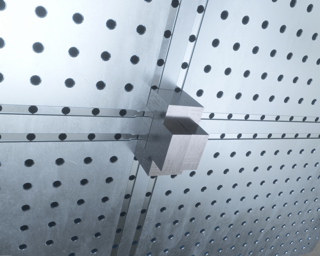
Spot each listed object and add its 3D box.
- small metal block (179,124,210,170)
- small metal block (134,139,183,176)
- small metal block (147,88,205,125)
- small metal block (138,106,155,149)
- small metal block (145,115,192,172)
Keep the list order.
[{"bbox_3d":[0.031,0.018,0.390,0.025,0.050,0.050,2,117,-28],"label":"small metal block"},{"bbox_3d":[0.000,0.039,0.418,0.050,0.050,0.025,1,118,-29],"label":"small metal block"},{"bbox_3d":[0.019,-0.026,0.387,0.050,0.050,0.025,2,118,-29],"label":"small metal block"},{"bbox_3d":[0.003,0.000,0.412,0.050,0.025,0.050,2,117,-28],"label":"small metal block"},{"bbox_3d":[0.008,0.018,0.377,0.025,0.050,0.050,2,118,-29],"label":"small metal block"}]
